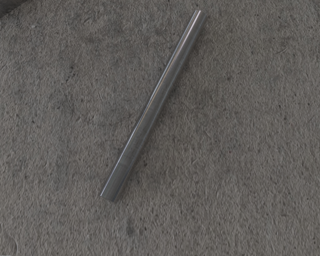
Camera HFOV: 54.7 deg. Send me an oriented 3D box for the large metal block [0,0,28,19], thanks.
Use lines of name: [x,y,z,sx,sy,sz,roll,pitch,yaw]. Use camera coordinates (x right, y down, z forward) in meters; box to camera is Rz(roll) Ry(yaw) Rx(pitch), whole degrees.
large metal block: [-0.246,-0.219,0.457,0.080,0.080,0.050,-42,76,-14]

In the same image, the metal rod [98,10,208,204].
metal rod: [-0.002,-0.041,0.422,0.025,0.025,0.300,23,71,8]
